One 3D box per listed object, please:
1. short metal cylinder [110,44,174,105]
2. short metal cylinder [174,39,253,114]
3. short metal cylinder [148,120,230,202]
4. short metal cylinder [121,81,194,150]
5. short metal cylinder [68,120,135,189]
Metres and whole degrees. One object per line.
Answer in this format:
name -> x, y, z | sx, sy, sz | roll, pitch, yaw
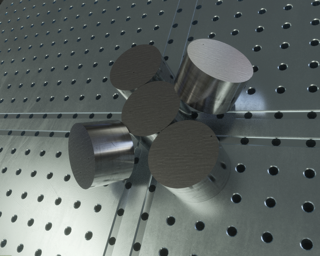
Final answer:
short metal cylinder -> -0.025, -0.073, 0.448 | 0.080, 0.050, 0.080 | -13, 56, 20
short metal cylinder -> 0.063, -0.062, 0.371 | 0.081, 0.050, 0.080 | 11, 46, -11
short metal cylinder -> 0.034, 0.038, 0.350 | 0.080, 0.050, 0.080 | -13, 56, 20
short metal cylinder -> -0.002, -0.014, 0.400 | 0.080, 0.050, 0.080 | -13, 56, 20
short metal cylinder -> -0.074, 0.031, 0.384 | 0.080, 0.050, 0.079 | 12, 105, 52
